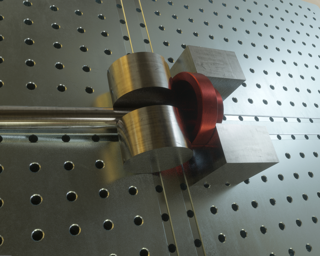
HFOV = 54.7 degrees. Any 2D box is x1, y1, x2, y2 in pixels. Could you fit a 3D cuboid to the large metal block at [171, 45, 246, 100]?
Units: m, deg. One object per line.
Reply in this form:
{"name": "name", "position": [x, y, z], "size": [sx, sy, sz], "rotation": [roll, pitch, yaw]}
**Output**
{"name": "large metal block", "position": [0.061, -0.069, 0.449], "size": [0.081, 0.080, 0.050], "rotation": [0, 62, -28]}

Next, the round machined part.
{"name": "round machined part", "position": [0.044, -0.021, 0.397], "size": [0.042, 0.097, 0.098], "rotation": [1, 62, -28]}

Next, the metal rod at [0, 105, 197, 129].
{"name": "metal rod", "position": [-0.095, -0.012, 0.349], "size": [0.303, 0.025, 0.025], "rotation": [-1, 62, -24]}

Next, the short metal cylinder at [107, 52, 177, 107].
{"name": "short metal cylinder", "position": [-0.023, -0.050, 0.391], "size": [0.081, 0.080, 0.050], "rotation": [1, 62, -28]}

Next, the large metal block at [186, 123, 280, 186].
{"name": "large metal block", "position": [0.088, 0.036, 0.399], "size": [0.081, 0.080, 0.050], "rotation": [3, 61, -27]}

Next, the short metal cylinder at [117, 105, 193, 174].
{"name": "short metal cylinder", "position": [-0.007, 0.015, 0.359], "size": [0.081, 0.080, 0.050], "rotation": [1, 62, -28]}
